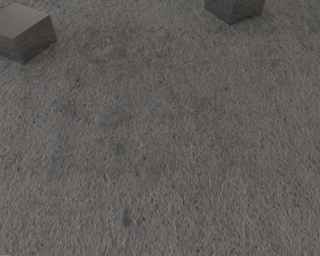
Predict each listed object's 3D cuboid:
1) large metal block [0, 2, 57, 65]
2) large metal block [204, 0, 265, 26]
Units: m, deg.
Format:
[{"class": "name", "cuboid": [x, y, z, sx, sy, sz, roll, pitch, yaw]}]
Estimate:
[{"class": "large metal block", "cuboid": [-0.237, -0.160, 0.519, 0.080, 0.050, 0.080, 23, 54, 18]}, {"class": "large metal block", "cuboid": [0.144, -0.250, 0.598, 0.081, 0.050, 0.080, -25, 54, -20]}]
